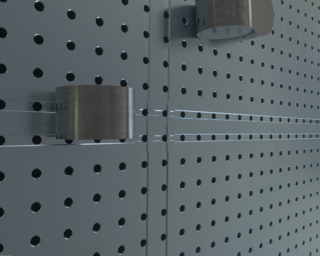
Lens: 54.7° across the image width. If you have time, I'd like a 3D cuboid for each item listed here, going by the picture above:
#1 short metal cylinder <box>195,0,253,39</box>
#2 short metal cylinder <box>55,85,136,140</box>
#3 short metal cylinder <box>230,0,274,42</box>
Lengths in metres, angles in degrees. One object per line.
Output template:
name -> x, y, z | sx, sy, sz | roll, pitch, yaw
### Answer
short metal cylinder -> 0.093, -0.164, 0.453 | 0.081, 0.080, 0.050 | -6, 94, -40
short metal cylinder -> -0.066, -0.015, 0.320 | 0.081, 0.080, 0.050 | -1, 91, -40
short metal cylinder -> 0.147, -0.189, 0.518 | 0.081, 0.050, 0.079 | 0, 90, -40
